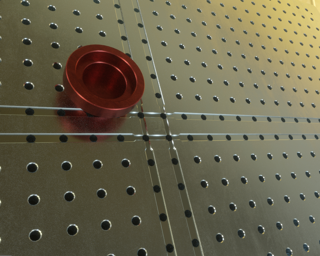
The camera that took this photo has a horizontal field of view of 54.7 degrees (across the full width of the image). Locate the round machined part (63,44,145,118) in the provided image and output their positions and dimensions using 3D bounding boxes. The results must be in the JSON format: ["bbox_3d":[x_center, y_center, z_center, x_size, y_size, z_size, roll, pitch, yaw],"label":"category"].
[{"bbox_3d":[-0.073,-0.054,0.392,0.099,0.042,0.098,14,56,-21],"label":"round machined part"}]
